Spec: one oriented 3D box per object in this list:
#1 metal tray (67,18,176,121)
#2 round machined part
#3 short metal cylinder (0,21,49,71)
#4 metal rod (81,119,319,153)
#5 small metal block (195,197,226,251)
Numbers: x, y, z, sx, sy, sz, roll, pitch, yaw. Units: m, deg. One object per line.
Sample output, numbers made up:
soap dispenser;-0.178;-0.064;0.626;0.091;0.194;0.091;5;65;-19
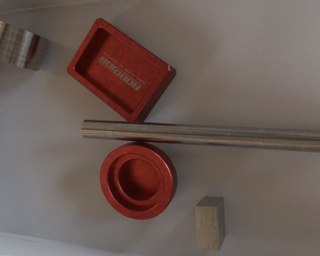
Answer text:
metal tray;-0.055;-0.078;0.426;0.130;0.030;0.090;38;102;15
round machined part;-0.025;0.065;0.404;0.098;0.042;0.097;3;101;18
short metal cylinder;-0.211;-0.121;0.454;0.080;0.080;0.050;23;98;18
metal rod;0.050;0.009;0.374;0.301;0.025;0.025;3;91;12
small metal block;0.062;0.114;0.375;0.025;0.050;0.050;-3;89;20
